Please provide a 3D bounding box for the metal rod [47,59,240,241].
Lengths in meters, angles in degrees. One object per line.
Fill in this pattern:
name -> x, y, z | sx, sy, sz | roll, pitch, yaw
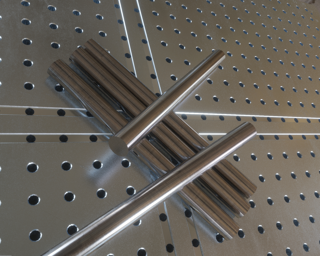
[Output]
metal rod -> -0.021, 0.026, 0.382 | 0.300, 0.025, 0.025 | 43, 51, 1

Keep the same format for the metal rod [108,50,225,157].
metal rod -> 0.030, -0.053, 0.432 | 0.025, 0.025, 0.302 | 44, 43, 1

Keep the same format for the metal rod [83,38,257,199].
metal rod -> 0.012, -0.012, 0.424 | 0.300, 0.025, 0.025 | 42, 51, 0

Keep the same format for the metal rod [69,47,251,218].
metal rod -> -0.001, 0.005, 0.405 | 0.300, 0.025, 0.025 | 43, 51, 1

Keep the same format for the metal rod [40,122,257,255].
metal rod -> 0.005, 0.067, 0.345 | 0.302, 0.025, 0.025 | -29, 78, -29
